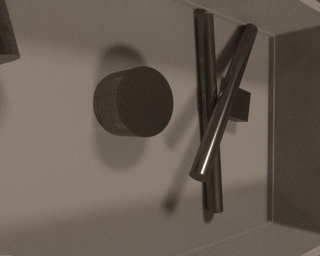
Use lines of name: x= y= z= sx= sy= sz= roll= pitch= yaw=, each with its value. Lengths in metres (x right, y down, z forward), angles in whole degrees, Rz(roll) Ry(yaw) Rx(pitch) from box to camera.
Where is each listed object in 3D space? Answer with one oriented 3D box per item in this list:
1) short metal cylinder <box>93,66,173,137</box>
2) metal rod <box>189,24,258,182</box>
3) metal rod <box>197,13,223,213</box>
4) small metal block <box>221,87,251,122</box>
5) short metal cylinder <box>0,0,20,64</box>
short metal cylinder: x=-0.031 y=-0.029 z=0.366 sx=0.081 sy=0.050 sz=0.079 roll=0 pitch=90 yaw=-40
metal rod: x=0.104 y=-0.055 z=0.466 sx=0.025 sy=0.025 sz=0.300 roll=46 pitch=54 yaw=-31
metal rod: x=0.077 y=-0.020 z=0.473 sx=0.025 sy=0.025 sz=0.298 roll=-6 pitch=94 yaw=-40
small metal block: x=0.123 y=-0.039 z=0.513 sx=0.050 sy=0.025 sz=0.050 roll=13 pitch=82 yaw=-40
short metal cylinder: x=-0.158 y=-0.074 z=0.239 sx=0.081 sy=0.080 sz=0.050 roll=-19 pitch=103 yaw=-39
